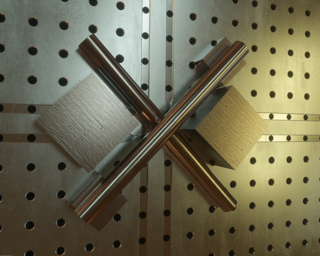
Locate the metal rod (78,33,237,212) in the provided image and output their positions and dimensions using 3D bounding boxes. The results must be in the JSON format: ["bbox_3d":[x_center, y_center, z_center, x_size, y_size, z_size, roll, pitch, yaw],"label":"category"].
[{"bbox_3d":[0.005,0.003,0.413,0.025,0.025,0.300,-45,104,-14],"label":"metal rod"}]

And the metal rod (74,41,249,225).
[{"bbox_3d":[0.012,-0.004,0.390,0.301,0.025,0.025,-47,105,-14],"label":"metal rod"}]

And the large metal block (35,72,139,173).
[{"bbox_3d":[-0.086,-0.006,0.368,0.080,0.050,0.080,-45,104,-14],"label":"large metal block"}]

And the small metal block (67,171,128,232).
[{"bbox_3d":[-0.077,0.090,0.384,0.050,0.025,0.050,46,76,-14],"label":"small metal block"}]

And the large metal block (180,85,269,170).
[{"bbox_3d":[0.089,-0.001,0.432,0.080,0.050,0.080,45,76,-15],"label":"large metal block"}]

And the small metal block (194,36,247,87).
[{"bbox_3d":[0.087,-0.093,0.445,0.050,0.025,0.050,-46,104,-14],"label":"small metal block"}]
